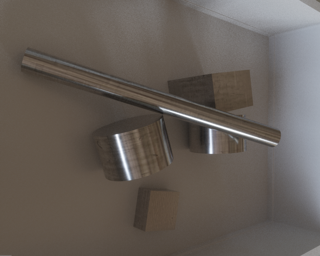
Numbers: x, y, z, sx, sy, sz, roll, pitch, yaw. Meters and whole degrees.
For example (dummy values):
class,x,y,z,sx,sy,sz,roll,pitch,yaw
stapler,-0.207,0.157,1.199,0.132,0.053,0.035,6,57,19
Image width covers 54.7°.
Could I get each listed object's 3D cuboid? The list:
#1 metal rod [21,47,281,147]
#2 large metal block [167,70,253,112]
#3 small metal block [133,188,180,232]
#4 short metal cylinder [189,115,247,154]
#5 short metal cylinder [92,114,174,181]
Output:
class,x,y,z,sx,sy,sz,roll,pitch,yaw
metal rod,0.007,-0.027,0.347,0.302,0.025,0.025,16,79,-18
large metal block,0.070,-0.049,0.432,0.081,0.080,0.050,-14,99,-40
small metal block,-0.004,0.106,0.406,0.050,0.025,0.050,13,82,-40
short metal cylinder,0.082,0.007,0.442,0.081,0.080,0.050,-4,93,-40
short metal cylinder,-0.030,0.019,0.348,0.081,0.080,0.050,-24,106,-38
